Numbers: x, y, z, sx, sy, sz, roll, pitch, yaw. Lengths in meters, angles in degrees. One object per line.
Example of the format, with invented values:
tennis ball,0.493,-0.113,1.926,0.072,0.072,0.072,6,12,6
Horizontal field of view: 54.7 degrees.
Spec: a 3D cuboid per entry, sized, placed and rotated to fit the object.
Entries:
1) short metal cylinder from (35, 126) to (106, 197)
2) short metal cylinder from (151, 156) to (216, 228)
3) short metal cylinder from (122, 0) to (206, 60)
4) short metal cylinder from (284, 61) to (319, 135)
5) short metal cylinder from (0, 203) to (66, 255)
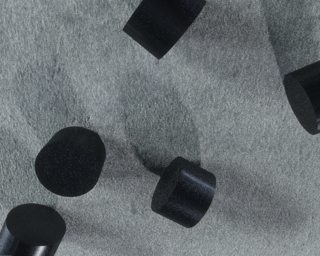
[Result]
short metal cylinder,-0.116,0.044,0.411,0.081,0.050,0.079,0,110,-1
short metal cylinder,0.030,0.085,0.412,0.050,0.080,0.080,29,107,-11
short metal cylinder,0.004,-0.122,0.336,0.050,0.080,0.080,38,106,-13
short metal cylinder,0.191,-0.038,0.369,0.050,0.080,0.080,-23,109,8
short metal cylinder,-0.180,0.152,0.434,0.080,0.080,0.050,25,108,-9
